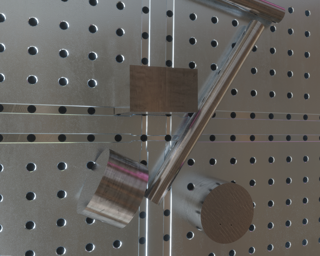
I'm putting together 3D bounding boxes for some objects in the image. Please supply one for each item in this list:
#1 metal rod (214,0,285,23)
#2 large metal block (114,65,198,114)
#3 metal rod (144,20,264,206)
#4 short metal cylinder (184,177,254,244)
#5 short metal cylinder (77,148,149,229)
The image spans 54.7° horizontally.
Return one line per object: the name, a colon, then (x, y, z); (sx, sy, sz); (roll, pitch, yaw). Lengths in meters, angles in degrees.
metal rod: (0.046, -0.202, 0.429); (0.302, 0.025, 0.025); (11, 86, -20)
large metal block: (-0.008, -0.043, 0.380); (0.081, 0.080, 0.050); (-1, 91, -20)
metal rod: (0.067, -0.029, 0.437); (0.025, 0.025, 0.300); (36, 78, -17)
short metal cylinder: (0.081, 0.112, 0.429); (0.081, 0.050, 0.079); (0, 90, -20)
short metal cylinder: (-0.056, 0.070, 0.363); (0.050, 0.080, 0.080); (28, 81, -18)
